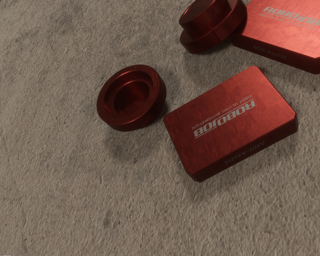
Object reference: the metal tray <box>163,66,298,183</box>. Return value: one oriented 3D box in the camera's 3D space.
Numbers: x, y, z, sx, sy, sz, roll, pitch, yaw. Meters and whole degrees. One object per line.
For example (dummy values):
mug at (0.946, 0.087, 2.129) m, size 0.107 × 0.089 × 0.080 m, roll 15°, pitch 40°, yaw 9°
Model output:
metal tray at (0.078, -0.006, 0.363) m, size 0.130 × 0.030 × 0.090 m, roll -30°, pitch 52°, yaw 8°

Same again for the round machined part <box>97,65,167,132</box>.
round machined part at (-0.035, -0.037, 0.433) m, size 0.098 × 0.042 × 0.098 m, roll -13°, pitch 56°, yaw 20°

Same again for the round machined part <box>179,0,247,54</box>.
round machined part at (0.065, -0.152, 0.428) m, size 0.098 × 0.042 × 0.098 m, roll -34°, pitch 29°, yaw 23°

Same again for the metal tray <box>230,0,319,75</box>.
metal tray at (0.165, -0.130, 0.393) m, size 0.130 × 0.030 × 0.090 m, roll 34°, pitch 80°, yaw 38°
